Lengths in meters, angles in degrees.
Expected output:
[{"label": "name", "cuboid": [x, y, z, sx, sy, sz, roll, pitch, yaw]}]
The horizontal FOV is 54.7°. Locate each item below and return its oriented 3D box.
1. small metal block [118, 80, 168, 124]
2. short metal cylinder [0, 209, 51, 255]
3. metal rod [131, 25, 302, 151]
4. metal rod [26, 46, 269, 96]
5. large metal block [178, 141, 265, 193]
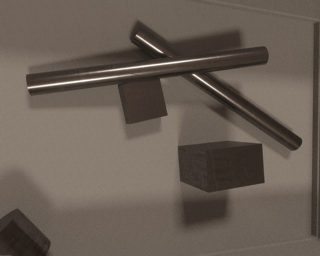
[{"label": "small metal block", "cuboid": [-0.022, -0.035, 0.403, 0.050, 0.025, 0.050, -14, 95, -20]}, {"label": "short metal cylinder", "cuboid": [-0.163, 0.131, 0.321, 0.080, 0.080, 0.050, -41, 103, -16]}, {"label": "metal rod", "cuboid": [0.092, -0.048, 0.445, 0.301, 0.025, 0.025, 31, 80, -18]}, {"label": "metal rod", "cuboid": [-0.005, -0.074, 0.388, 0.302, 0.025, 0.025, -10, 94, -12]}, {"label": "large metal block", "cuboid": [0.078, 0.047, 0.412, 0.081, 0.080, 0.050, -5, 92, -20]}]
